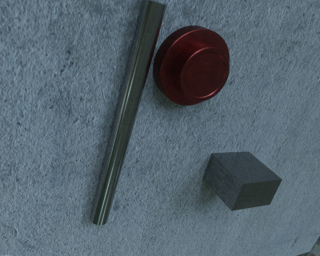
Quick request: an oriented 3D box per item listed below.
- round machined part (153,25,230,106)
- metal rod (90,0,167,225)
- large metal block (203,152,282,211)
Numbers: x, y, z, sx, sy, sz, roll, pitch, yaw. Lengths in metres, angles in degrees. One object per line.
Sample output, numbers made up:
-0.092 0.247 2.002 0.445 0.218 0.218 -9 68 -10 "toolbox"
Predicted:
0.045 -0.071 0.378 0.099 0.042 0.097 -14 125 -21 "round machined part"
-0.046 -0.001 0.382 0.025 0.025 0.298 3 117 -30 "metal rod"
0.129 0.081 0.495 0.081 0.080 0.050 0 118 -29 "large metal block"
